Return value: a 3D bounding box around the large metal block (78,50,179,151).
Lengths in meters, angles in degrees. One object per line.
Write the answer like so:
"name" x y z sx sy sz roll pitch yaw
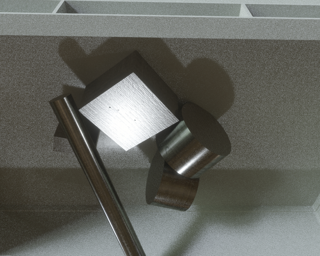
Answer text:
"large metal block" -0.035 -0.030 0.367 0.080 0.050 0.080 -30 124 23

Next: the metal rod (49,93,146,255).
"metal rod" -0.061 0.098 0.391 0.025 0.025 0.298 -16 111 12

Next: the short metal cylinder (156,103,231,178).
"short metal cylinder" 0.042 0.016 0.387 0.080 0.080 0.050 30 124 -24

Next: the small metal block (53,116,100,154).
"small metal block" -0.105 0.007 0.397 0.050 0.050 0.025 10 130 -9

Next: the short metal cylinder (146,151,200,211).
"short metal cylinder" 0.016 0.072 0.435 0.050 0.080 0.079 15 128 -13
